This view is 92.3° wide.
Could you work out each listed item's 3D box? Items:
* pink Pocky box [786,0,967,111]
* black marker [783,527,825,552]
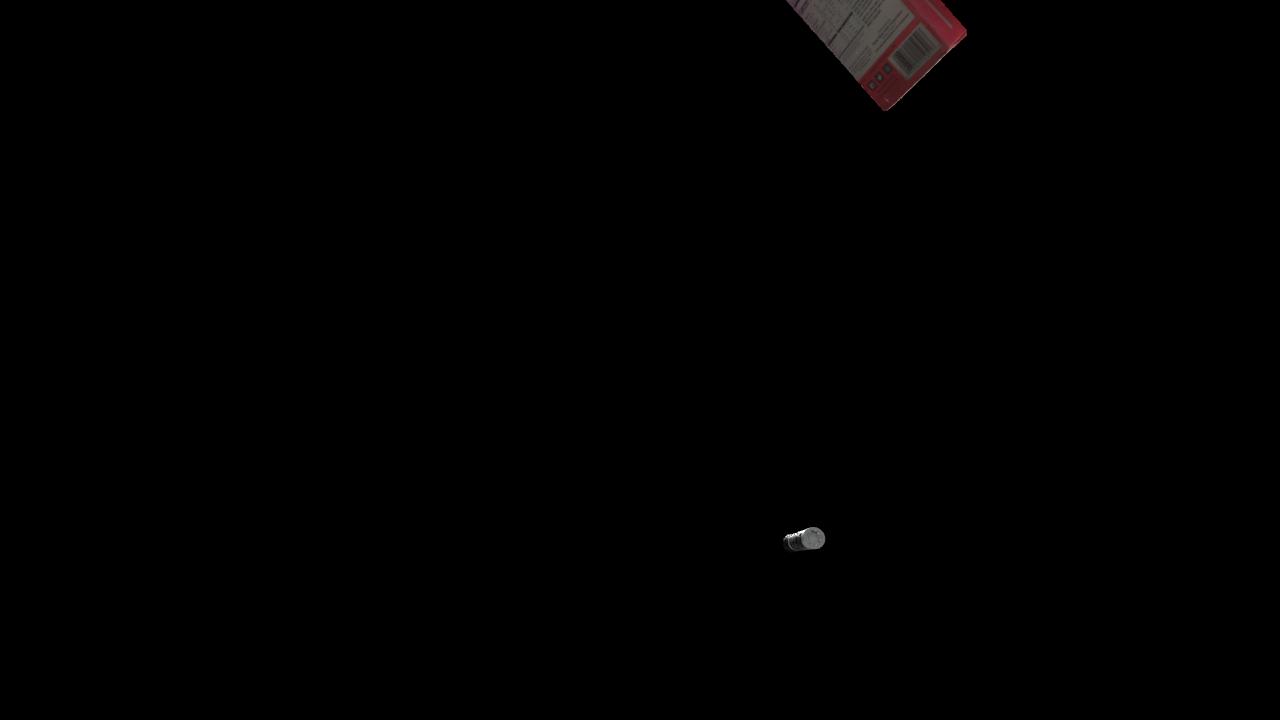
[{"bbox_3d":[0.175,-0.283,0.488,0.029,0.155,0.084,-41,0,-16],"label":"pink Pocky box"},{"bbox_3d":[0.155,0.173,0.590,0.020,0.020,0.121,0,-19,4],"label":"black marker"}]
